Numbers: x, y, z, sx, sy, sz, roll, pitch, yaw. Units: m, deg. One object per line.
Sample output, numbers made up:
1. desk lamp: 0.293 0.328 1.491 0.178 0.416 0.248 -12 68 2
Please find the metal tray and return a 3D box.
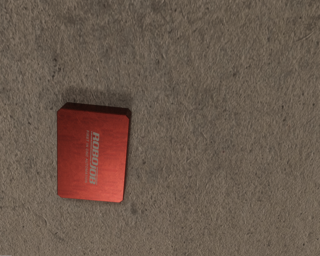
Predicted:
1. metal tray: -0.089 0.035 0.419 0.091 0.030 0.129 6 110 -3
